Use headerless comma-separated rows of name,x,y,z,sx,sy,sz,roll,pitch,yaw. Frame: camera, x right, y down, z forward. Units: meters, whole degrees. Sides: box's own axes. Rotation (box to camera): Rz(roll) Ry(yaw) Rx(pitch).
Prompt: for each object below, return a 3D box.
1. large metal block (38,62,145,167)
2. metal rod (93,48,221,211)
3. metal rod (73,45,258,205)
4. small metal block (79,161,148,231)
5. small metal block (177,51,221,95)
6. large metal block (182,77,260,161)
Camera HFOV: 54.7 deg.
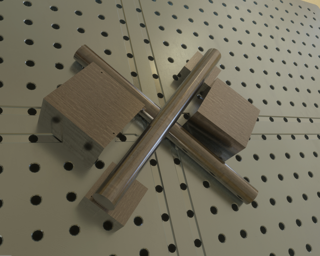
large metal block,-0.078,-0.017,0.360,0.080,0.050,0.080,40,51,-1
metal rod,0.015,-0.022,0.397,0.025,0.025,0.301,39,51,-2
metal rod,0.009,-0.004,0.414,0.300,0.025,0.025,40,51,-1
small metal block,-0.049,0.074,0.336,0.050,0.025,0.050,38,51,-3
small metal block,0.063,-0.088,0.496,0.050,0.025,0.050,39,51,-2
large metal block,0.088,-0.012,0.447,0.080,0.050,0.080,37,51,-4
